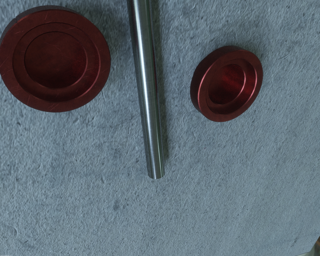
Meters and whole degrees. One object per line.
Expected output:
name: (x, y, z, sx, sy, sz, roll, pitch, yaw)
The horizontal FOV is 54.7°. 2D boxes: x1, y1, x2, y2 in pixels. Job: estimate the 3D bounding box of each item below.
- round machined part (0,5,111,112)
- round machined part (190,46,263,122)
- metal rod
round machined part: (-0.101, -0.068, 0.299, 0.099, 0.042, 0.097, -14, 125, -21)
round machined part: (0.082, -0.060, 0.405, 0.099, 0.042, 0.097, -14, 125, -21)
metal rod: (-0.015, -0.059, 0.363, 0.025, 0.025, 0.298, -18, 126, -19)
